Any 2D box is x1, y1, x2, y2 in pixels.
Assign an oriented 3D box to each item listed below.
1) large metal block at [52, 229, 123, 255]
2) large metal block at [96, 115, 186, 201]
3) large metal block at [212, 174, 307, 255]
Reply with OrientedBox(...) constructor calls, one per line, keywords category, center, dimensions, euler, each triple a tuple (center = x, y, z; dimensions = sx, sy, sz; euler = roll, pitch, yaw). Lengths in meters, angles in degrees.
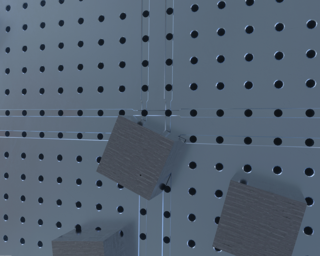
OrientedBox(category="large metal block", center=(-0.098, 0.189, 0.433), dimensions=(0.080, 0.050, 0.080), euler=(-7, 88, 19))
OrientedBox(category="large metal block", center=(-0.024, 0.036, 0.407), dimensions=(0.080, 0.050, 0.080), euler=(25, 98, 18))
OrientedBox(category="large metal block", center=(0.114, 0.106, 0.359), dimensions=(0.080, 0.050, 0.079), euler=(16, 95, 19))
